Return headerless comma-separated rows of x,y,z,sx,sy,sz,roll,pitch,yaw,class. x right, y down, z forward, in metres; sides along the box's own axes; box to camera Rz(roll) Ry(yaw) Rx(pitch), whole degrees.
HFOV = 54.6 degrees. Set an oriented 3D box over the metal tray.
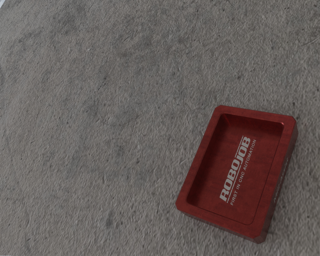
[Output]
0.083,0.043,0.331,0.090,0.030,0.130,13,68,33,metal tray
